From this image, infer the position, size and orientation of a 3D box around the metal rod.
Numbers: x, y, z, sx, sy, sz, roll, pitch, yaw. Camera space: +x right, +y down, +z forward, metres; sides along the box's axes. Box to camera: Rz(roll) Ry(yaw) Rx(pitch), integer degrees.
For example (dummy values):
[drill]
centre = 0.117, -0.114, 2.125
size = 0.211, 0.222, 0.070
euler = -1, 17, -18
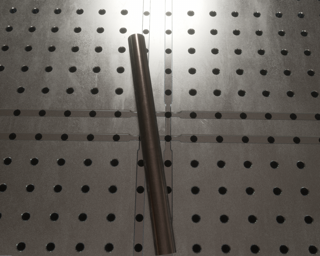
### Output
[metal rod]
centre = -0.014, 0.007, 0.409
size = 0.025, 0.025, 0.299
euler = -7, 70, -3
